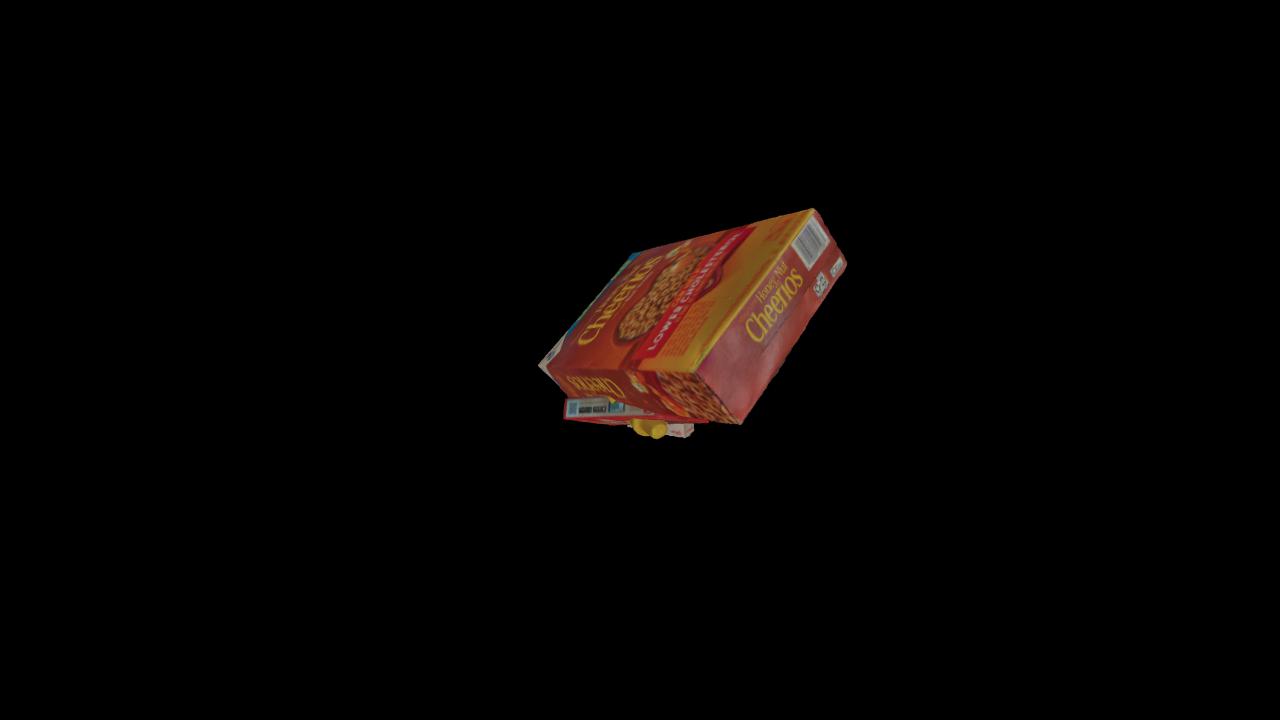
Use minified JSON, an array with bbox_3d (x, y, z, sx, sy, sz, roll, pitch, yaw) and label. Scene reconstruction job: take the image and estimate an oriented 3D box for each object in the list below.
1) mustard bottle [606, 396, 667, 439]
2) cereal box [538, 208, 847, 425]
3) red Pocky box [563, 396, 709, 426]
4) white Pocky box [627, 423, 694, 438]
[{"bbox_3d":[-0.011,0.029,0.691,0.092,0.054,0.184,40,9,-35],"label":"mustard bottle"},{"bbox_3d":[0.036,-0.042,0.648,0.081,0.203,0.306,49,-23,-24],"label":"cereal box"},{"bbox_3d":[-0.006,0.056,0.681,0.083,0.028,0.155,11,-12,-43],"label":"red Pocky box"},{"bbox_3d":[0.018,0.011,0.712,0.084,0.154,0.028,7,22,33],"label":"white Pocky box"}]
